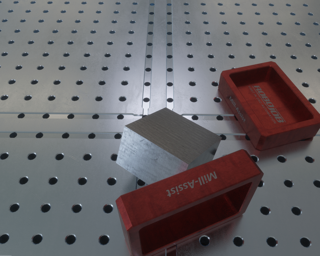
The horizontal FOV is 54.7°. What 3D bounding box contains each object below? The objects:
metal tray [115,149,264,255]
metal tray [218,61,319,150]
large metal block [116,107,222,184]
[{"bbox_3d":[0.028,0.077,0.300,0.131,0.089,0.030,-19,53,-15],"label":"metal tray"},{"bbox_3d":[0.150,-0.037,0.435,0.091,0.030,0.130,-13,51,-11],"label":"metal tray"},{"bbox_3d":[0.011,0.025,0.352,0.080,0.050,0.081,30,32,23],"label":"large metal block"}]
